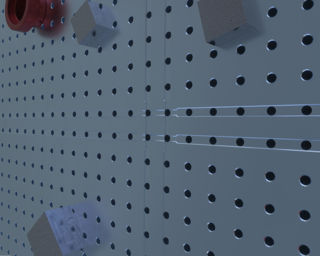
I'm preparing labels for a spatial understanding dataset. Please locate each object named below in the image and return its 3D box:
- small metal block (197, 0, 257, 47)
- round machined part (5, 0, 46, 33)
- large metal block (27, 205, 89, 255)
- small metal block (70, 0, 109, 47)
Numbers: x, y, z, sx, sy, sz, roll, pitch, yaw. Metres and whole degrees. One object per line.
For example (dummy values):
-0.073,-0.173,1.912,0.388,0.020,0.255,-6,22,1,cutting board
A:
0.074,-0.127,0.347,0.050,0.025,0.050,-17,79,38,small metal block
-0.262,-0.237,0.611,0.098,0.042,0.097,0,90,39,round machined part
-0.179,0.195,0.538,0.080,0.050,0.080,-49,62,29,large metal block
-0.115,-0.168,0.501,0.050,0.025,0.050,-34,70,34,small metal block
